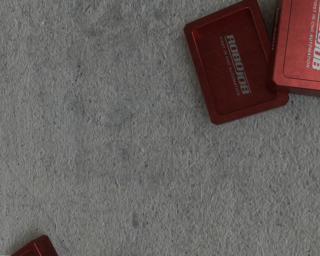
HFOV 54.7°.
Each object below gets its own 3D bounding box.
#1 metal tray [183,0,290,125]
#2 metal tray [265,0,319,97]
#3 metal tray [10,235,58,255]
[{"bbox_3d":[0.090,-0.077,0.374,0.090,0.030,0.129,-18,84,19],"label":"metal tray"},{"bbox_3d":[0.168,-0.100,0.327,0.090,0.030,0.129,8,86,5],"label":"metal tray"},{"bbox_3d":[-0.182,0.243,0.470,0.090,0.030,0.130,-36,79,16],"label":"metal tray"}]
